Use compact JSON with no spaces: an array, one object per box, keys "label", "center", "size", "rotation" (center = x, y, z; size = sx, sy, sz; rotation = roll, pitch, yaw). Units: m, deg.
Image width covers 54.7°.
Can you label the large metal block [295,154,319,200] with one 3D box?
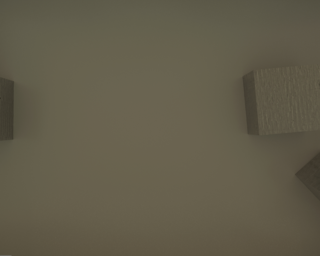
[{"label":"large metal block","center":[0.227,0.079,0.383],"size":[0.050,0.080,0.080],"rotation":[-43,90,7]}]

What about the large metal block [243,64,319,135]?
[{"label":"large metal block","center":[0.157,-0.034,0.400],"size":[0.080,0.050,0.080],"rotation":[-5,90,0]}]

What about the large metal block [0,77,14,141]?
[{"label":"large metal block","center":[-0.225,-0.024,0.382],"size":[0.050,0.080,0.080],"rotation":[1,90,0]}]
